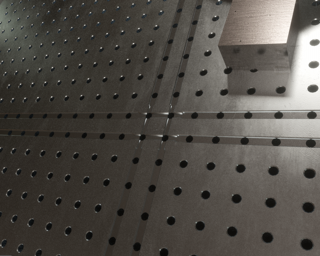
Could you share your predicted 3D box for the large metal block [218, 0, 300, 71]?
[{"bbox_3d":[0.129,-0.121,0.398,0.080,0.050,0.080,7,65,30],"label":"large metal block"}]
